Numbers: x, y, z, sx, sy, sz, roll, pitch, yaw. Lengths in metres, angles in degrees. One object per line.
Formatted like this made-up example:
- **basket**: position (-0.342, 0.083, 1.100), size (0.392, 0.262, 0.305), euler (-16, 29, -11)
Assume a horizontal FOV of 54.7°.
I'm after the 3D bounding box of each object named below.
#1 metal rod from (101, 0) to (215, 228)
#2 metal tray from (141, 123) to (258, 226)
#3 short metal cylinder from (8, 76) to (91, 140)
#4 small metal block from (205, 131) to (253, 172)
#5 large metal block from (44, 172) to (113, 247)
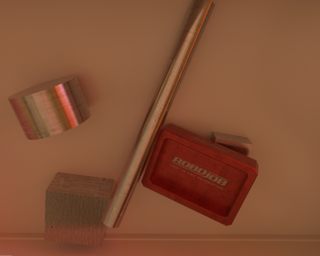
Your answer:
- **metal rod**: position (-0.006, -0.012, 0.381), size (0.025, 0.025, 0.298), euler (22, 99, -8)
- **metal tray**: position (0.050, 0.060, 0.408), size (0.130, 0.030, 0.089), euler (24, 112, 10)
- **short metal cylinder**: position (-0.130, -0.026, 0.370), size (0.080, 0.080, 0.050), euler (-15, 110, 5)
- **small metal block**: position (0.093, 0.036, 0.426), size (0.050, 0.025, 0.050), euler (10, 110, -5)
- **large metal block**: position (-0.114, 0.115, 0.439), size (0.081, 0.050, 0.079), euler (8, 110, -4)
